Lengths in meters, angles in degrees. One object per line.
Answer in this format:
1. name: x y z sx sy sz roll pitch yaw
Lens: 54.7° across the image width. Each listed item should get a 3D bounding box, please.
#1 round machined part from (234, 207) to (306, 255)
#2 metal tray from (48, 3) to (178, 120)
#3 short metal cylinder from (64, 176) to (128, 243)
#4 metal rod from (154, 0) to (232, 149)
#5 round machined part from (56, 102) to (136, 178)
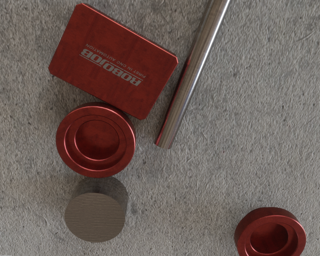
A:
1. round machined part: 0.159 0.158 0.462 0.099 0.042 0.097 0 110 -1
2. metal tray: -0.055 -0.078 0.377 0.131 0.030 0.090 28 108 -10
3. short metal cylinder: -0.087 0.112 0.437 0.081 0.050 0.079 0 110 -1
4. metal rod: 0.055 -0.109 0.370 0.025 0.025 0.298 19 109 -7
5. round machined part: -0.080 0.012 0.404 0.099 0.042 0.097 0 110 -1
